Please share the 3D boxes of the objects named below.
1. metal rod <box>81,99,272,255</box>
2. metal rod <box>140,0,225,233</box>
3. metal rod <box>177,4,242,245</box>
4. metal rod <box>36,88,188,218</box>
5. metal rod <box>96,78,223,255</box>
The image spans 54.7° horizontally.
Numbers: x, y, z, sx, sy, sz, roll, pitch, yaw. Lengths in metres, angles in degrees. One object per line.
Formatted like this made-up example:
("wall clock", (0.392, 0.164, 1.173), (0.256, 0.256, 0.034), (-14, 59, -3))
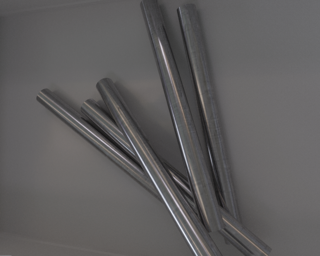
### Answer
("metal rod", (0.005, 0.055, 0.392), (0.300, 0.025, 0.025), (38, 102, 22))
("metal rod", (0.022, -0.028, 0.375), (0.025, 0.025, 0.299), (-20, 73, 19))
("metal rod", (0.063, -0.008, 0.388), (0.025, 0.025, 0.298), (-13, 86, 19))
("metal rod", (-0.062, 0.036, 0.432), (0.300, 0.025, 0.025), (36, 102, 16))
("metal rod", (-0.007, 0.046, 0.365), (0.025, 0.025, 0.300), (-43, 59, 15))
